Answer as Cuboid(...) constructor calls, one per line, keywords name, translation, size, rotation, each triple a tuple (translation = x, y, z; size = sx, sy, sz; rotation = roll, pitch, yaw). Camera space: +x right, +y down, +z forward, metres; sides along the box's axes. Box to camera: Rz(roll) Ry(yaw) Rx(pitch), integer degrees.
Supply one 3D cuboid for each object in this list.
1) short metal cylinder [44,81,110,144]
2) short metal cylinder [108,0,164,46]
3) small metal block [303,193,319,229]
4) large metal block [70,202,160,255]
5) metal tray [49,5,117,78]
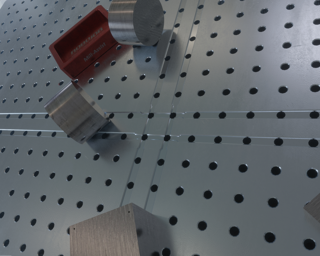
Cuboid(name="short metal cylinder", translation=(-0.119, -0.022, 0.449), size=(0.050, 0.080, 0.080), rotation=(-42, 51, 0))
Cuboid(name="short metal cylinder", translation=(-0.037, -0.174, 0.499), size=(0.050, 0.080, 0.080), rotation=(13, 69, 33))
Cuboid(name="small metal block", translation=(0.166, 0.076, 0.274), size=(0.050, 0.025, 0.050), rotation=(-42, 51, -1))
Cuboid(name="large metal block", translation=(-0.047, 0.137, 0.333), size=(0.080, 0.050, 0.080), rotation=(-24, 53, 14))
Cuboid(name="metal tray", translation=(-0.137, -0.162, 0.576), size=(0.130, 0.030, 0.090), rotation=(-39, 51, 1))
